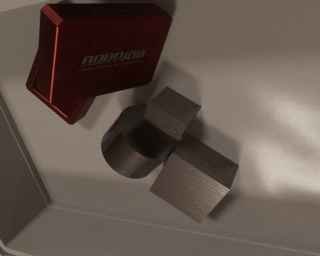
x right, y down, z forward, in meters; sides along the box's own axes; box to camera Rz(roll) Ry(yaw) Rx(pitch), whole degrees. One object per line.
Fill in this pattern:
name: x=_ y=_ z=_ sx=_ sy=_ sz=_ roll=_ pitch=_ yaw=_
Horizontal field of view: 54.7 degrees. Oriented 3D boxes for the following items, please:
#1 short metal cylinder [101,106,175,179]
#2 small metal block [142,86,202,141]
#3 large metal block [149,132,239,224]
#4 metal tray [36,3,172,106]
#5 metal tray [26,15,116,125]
short metal cylinder: x=-0.028 y=0.018 z=0.398 sx=0.080 sy=0.080 sz=0.050 roll=42 pitch=129 yaw=-1
small metal block: x=0.015 y=-0.019 z=0.372 sx=0.050 sy=0.050 sz=0.025 roll=32 pitch=128 yaw=7
large metal block: x=0.044 y=0.066 z=0.410 sx=0.080 sy=0.050 sz=0.079 roll=33 pitch=128 yaw=6
metal tray: x=-0.055 y=-0.078 z=0.318 sx=0.030 sy=0.131 sz=0.089 roll=46 pitch=135 yaw=26
metal tray: x=-0.124 y=-0.076 z=0.421 sx=0.090 sy=0.030 sz=0.129 roll=40 pitch=129 yaw=0
